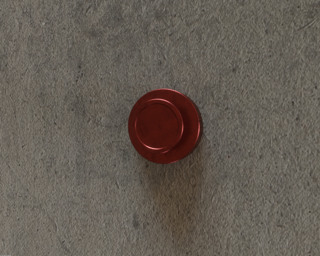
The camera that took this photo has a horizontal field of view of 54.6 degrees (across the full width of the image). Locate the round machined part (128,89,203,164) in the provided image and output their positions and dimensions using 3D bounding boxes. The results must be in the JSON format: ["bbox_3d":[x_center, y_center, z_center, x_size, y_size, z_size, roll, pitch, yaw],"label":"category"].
[{"bbox_3d":[0.003,-0.002,0.399,0.098,0.042,0.097,0,90,20],"label":"round machined part"}]
